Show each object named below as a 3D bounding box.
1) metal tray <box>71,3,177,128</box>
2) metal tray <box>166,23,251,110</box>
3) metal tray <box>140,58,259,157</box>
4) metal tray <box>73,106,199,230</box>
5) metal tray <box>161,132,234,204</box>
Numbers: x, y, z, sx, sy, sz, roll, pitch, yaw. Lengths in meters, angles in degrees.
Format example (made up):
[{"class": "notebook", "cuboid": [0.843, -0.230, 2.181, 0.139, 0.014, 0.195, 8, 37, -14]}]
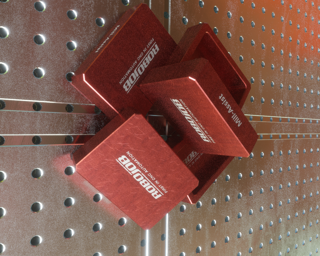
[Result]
[{"class": "metal tray", "cuboid": [-0.033, -0.075, 0.379, 0.090, 0.030, 0.130, 47, 62, -30]}, {"class": "metal tray", "cuboid": [0.069, -0.065, 0.426, 0.130, 0.030, 0.090, 44, 64, -32]}, {"class": "metal tray", "cuboid": [0.047, -0.019, 0.368, 0.130, 0.090, 0.030, 48, 61, -30]}, {"class": "metal tray", "cuboid": [-0.024, 0.050, 0.363, 0.090, 0.030, 0.130, -42, 119, -4]}, {"class": "metal tray", "cuboid": [0.059, 0.035, 0.456, 0.131, 0.030, 0.090, -41, 115, -32]}]
